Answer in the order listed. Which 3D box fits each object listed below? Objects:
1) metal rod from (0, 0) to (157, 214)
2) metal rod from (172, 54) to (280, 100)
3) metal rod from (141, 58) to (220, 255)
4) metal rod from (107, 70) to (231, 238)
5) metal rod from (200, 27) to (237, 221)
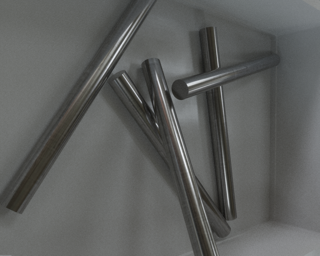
[{"bbox_3d":[-0.076,-0.050,0.342,0.025,0.025,0.300,41,65,-32],"label":"metal rod"},{"bbox_3d":[0.119,-0.087,0.478,0.302,0.025,0.025,-24,105,-46],"label":"metal rod"},{"bbox_3d":[0.026,0.053,0.349,0.025,0.025,0.299,2,64,-40],"label":"metal rod"},{"bbox_3d":[0.025,0.051,0.426,0.025,0.025,0.299,-49,119,-29],"label":"metal rod"},{"bbox_3d":[0.092,-0.003,0.483,0.025,0.025,0.298,-13,98,-39],"label":"metal rod"}]
